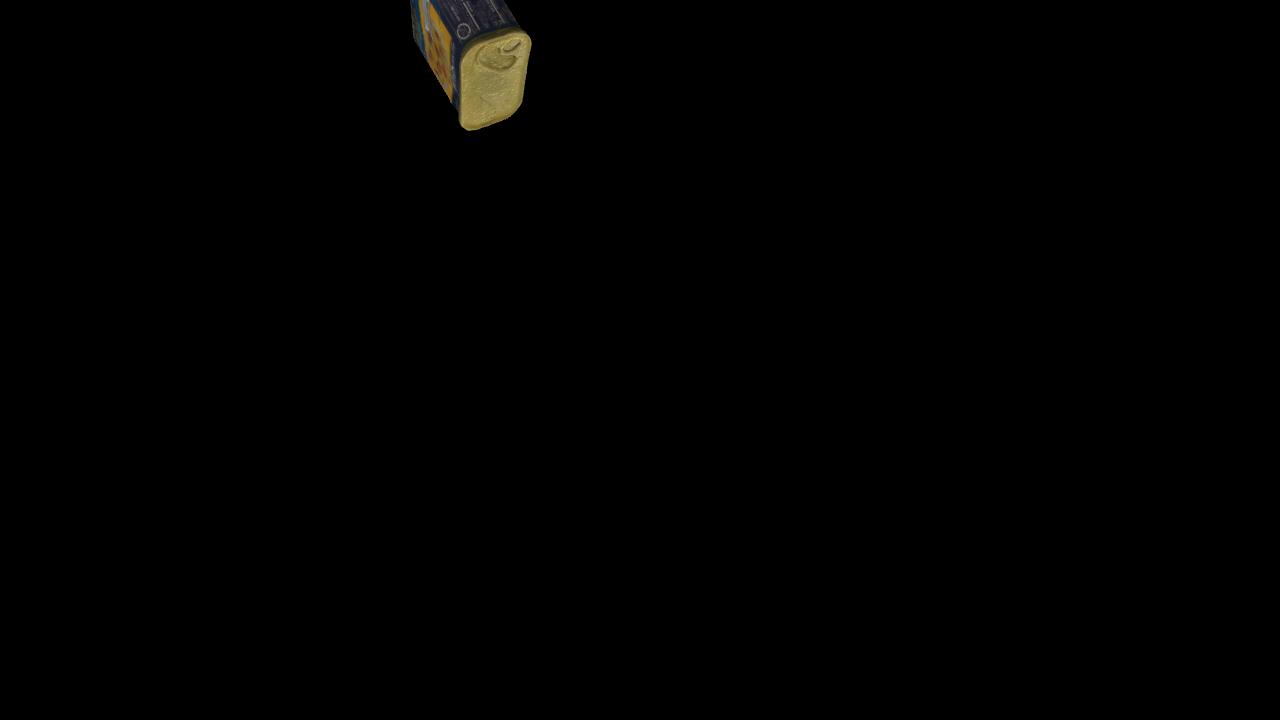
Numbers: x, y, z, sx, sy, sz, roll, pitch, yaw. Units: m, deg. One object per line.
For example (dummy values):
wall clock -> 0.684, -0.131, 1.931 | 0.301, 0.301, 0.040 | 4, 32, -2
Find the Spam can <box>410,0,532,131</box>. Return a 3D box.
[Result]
Spam can -> -0.133, -0.246, 0.474 | 0.058, 0.085, 0.101 | -30, -4, -22
